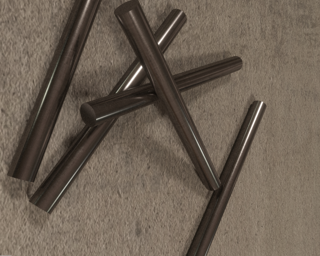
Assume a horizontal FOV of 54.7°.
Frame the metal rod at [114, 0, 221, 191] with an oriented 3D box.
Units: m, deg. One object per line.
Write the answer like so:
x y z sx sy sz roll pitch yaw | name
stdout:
0.025 -0.012 0.379 0.025 0.025 0.299 -55 137 -26 | metal rod

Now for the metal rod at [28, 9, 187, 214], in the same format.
-0.046 -0.038 0.367 0.025 0.025 0.300 47 62 -30 | metal rod

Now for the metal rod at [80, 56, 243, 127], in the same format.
0.028 -0.060 0.408 0.302 0.025 0.025 -26 107 -44 | metal rod

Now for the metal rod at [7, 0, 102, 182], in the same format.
-0.092 -0.092 0.328 0.025 0.025 0.299 26 73 -37 | metal rod

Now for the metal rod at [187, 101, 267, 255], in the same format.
0.113 0.080 0.502 0.025 0.025 0.300 43 64 -32 | metal rod
